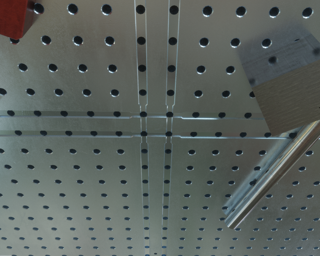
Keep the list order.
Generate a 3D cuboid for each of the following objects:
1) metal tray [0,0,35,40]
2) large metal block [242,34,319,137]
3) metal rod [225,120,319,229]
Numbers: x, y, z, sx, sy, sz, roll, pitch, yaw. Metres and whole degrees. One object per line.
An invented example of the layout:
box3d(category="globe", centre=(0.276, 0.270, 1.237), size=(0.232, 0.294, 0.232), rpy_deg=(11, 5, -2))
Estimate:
box3d(category="metal tray", centre=(-0.183, -0.147, 0.281), size=(0.131, 0.030, 0.089), rpy_deg=(18, 128, -15))
box3d(category="large metal block", centre=(0.151, -0.047, 0.357), size=(0.080, 0.050, 0.080), rpy_deg=(-23, 127, 18))
box3d(category="metal rod", centre=(0.177, 0.064, 0.467), size=(0.025, 0.025, 0.298), rpy_deg=(15, 129, -13))
